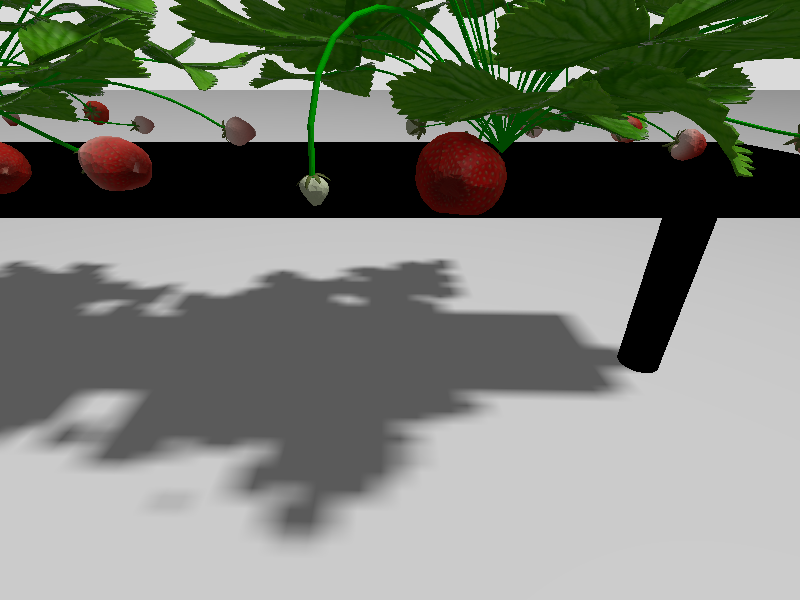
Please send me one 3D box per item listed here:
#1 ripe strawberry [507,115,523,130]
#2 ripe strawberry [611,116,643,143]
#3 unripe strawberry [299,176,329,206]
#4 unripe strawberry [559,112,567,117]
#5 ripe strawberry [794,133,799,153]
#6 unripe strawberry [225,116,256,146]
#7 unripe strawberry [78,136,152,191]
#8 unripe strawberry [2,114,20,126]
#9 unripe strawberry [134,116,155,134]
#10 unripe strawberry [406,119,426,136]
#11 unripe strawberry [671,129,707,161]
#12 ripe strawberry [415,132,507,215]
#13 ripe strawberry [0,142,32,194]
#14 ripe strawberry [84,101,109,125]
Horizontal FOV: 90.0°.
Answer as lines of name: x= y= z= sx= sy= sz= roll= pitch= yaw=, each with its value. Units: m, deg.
ripe strawberry: x=0.148 y=-0.225 z=0.482 sx=0.034 sy=0.036 sz=0.037 roll=10 pitch=30 yaw=17
ripe strawberry: x=0.211 y=-0.158 z=0.370 sx=0.027 sy=0.023 sz=0.027 roll=-10 pitch=31 yaw=-19
unripe strawberry: x=-0.033 y=-0.042 z=0.154 sx=0.011 sy=0.011 sz=0.010 roll=16 pitch=33 yaw=27
unripe strawberry: x=0.196 y=-0.222 z=0.482 sx=0.011 sy=0.010 sz=0.010 roll=17 pitch=33 yaw=27
ripe strawberry: x=0.336 y=-0.130 z=0.319 sx=0.029 sy=0.028 sz=0.027 roll=1 pitch=29 yaw=1
unripe strawberry: x=-0.144 y=-0.153 z=0.363 sx=0.025 sy=0.024 sz=0.023 roll=-4 pitch=29 yaw=-10
unripe strawberry: x=-0.145 y=-0.071 z=0.209 sx=0.032 sy=0.027 sz=0.032 roll=17 pitch=33 yaw=27
unripe strawberry: x=-0.486 y=-0.227 z=0.502 sx=0.016 sy=0.017 sz=0.018 roll=-16 pitch=33 yaw=-27
unripe strawberry: x=-0.280 y=-0.193 z=0.440 sx=0.018 sy=0.019 sz=0.019 roll=18 pitch=33 yaw=29
unripe strawberry: x=0.016 y=-0.183 z=0.419 sx=0.022 sy=0.019 sz=0.022 roll=-18 pitch=33 yaw=-29
unripe strawberry: x=0.210 y=-0.111 z=0.290 sx=0.021 sy=0.022 sz=0.019 roll=24 pitch=33 yaw=7
ripe strawberry: x=0.024 y=-0.052 z=0.168 sx=0.039 sy=0.033 sz=0.039 roll=9 pitch=31 yaw=16
ripe strawberry: x=-0.212 y=-0.070 z=0.213 sx=0.027 sy=0.027 sz=0.025 roll=23 pitch=36 yaw=34
ripe strawberry: x=-0.398 y=-0.246 z=0.528 sx=0.028 sy=0.029 sz=0.030 roll=-4 pitch=20 yaw=-7
